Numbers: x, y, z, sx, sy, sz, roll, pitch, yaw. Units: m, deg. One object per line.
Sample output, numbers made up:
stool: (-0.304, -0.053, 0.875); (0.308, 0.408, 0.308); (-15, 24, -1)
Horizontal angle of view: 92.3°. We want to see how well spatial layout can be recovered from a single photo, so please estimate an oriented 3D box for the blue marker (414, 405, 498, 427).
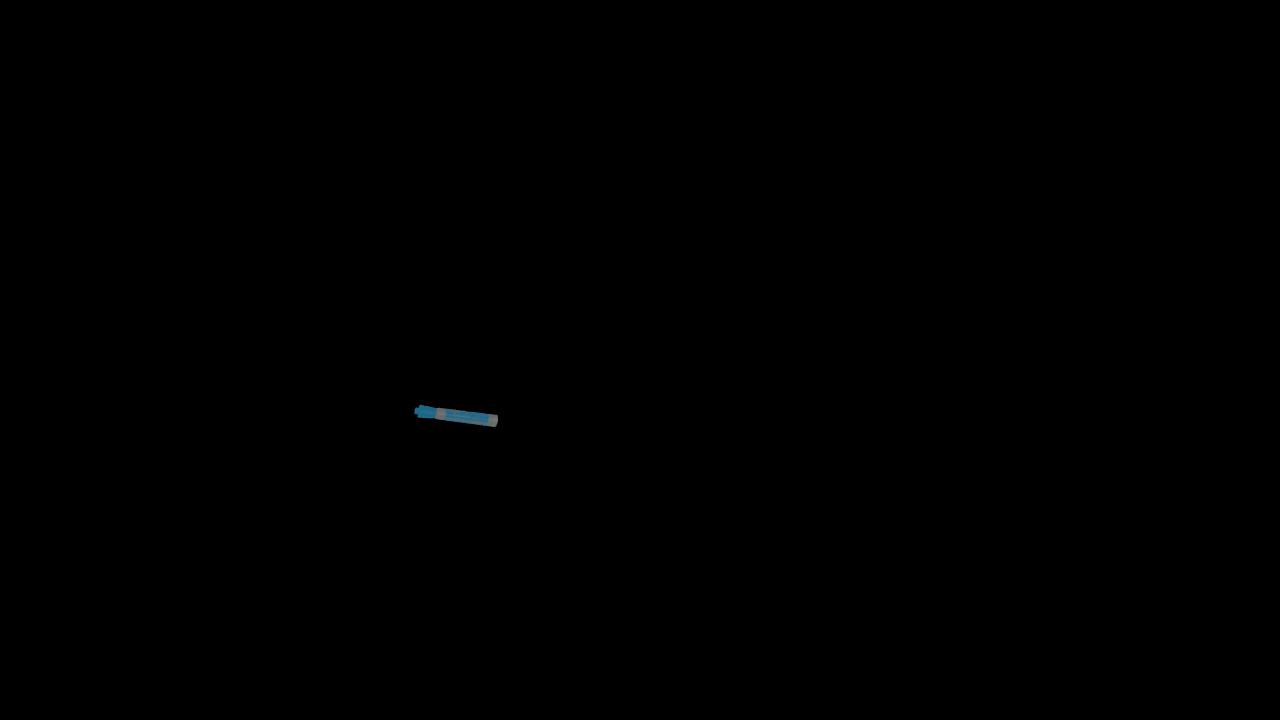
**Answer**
blue marker: (-0.271, 0.083, 0.911); (0.121, 0.020, 0.020); (11, -6, -31)
